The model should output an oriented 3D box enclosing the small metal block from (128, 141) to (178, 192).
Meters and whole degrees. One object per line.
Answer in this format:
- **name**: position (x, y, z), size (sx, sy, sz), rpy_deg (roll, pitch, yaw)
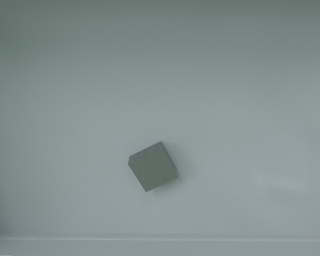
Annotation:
- **small metal block**: position (-0.009, 0.054, 0.431), size (0.050, 0.025, 0.050), rpy_deg (-27, 108, 9)
